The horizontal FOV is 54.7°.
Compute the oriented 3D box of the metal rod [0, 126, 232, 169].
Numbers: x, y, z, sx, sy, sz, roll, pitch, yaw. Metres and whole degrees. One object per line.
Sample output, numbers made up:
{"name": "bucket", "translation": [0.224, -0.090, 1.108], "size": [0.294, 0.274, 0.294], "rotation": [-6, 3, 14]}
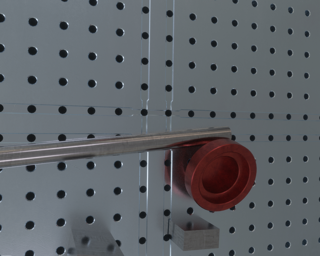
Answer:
{"name": "metal rod", "translation": [-0.045, 0.021, 0.396], "size": [0.303, 0.025, 0.025], "rotation": [-5, 92, -20]}

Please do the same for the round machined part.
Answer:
{"name": "round machined part", "translation": [0.078, 0.060, 0.423], "size": [0.099, 0.042, 0.097], "rotation": [-7, 110, -19]}

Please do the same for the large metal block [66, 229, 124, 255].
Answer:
{"name": "large metal block", "translation": [-0.081, 0.170, 0.354], "size": [0.050, 0.080, 0.080], "rotation": [13, 86, -20]}

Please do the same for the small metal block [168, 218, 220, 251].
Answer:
{"name": "small metal block", "translation": [0.045, 0.142, 0.416], "size": [0.050, 0.050, 0.025], "rotation": [4, 89, -20]}
